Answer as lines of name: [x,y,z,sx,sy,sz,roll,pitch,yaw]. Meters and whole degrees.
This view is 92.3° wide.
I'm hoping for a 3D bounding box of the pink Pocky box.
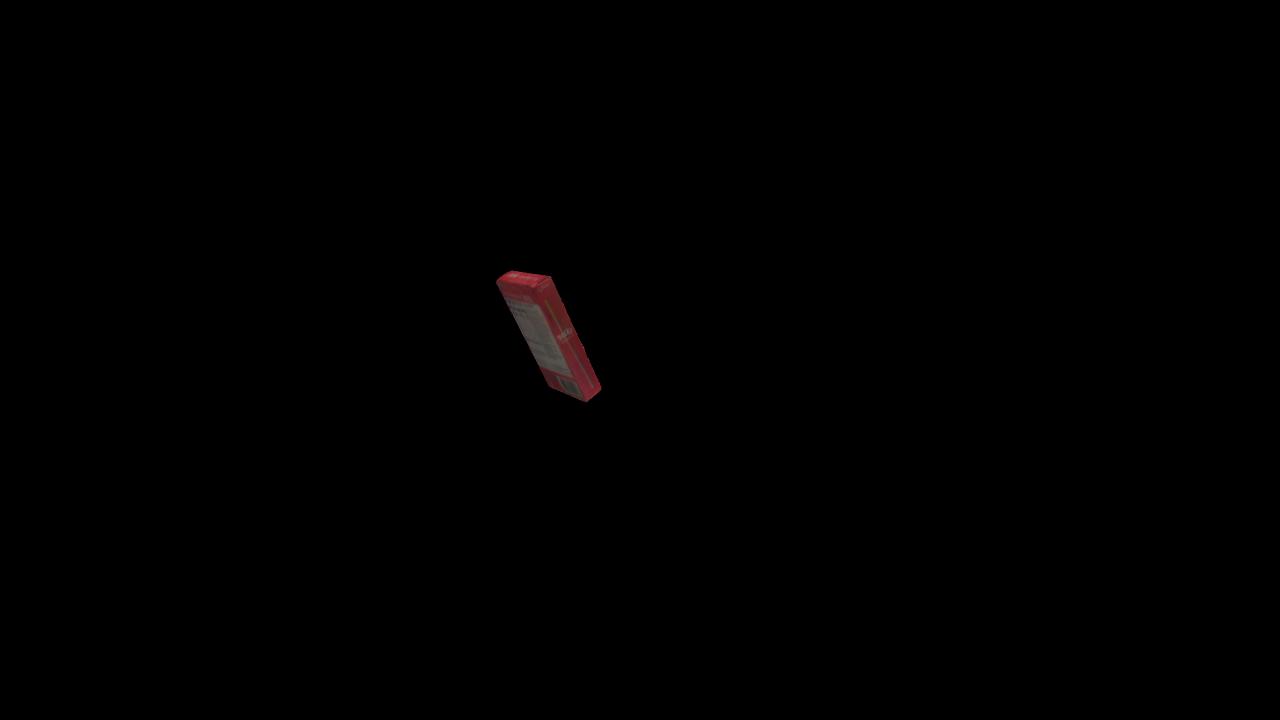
pink Pocky box: [-0.103,-0.028,0.703,0.029,0.155,0.084,-39,32,-27]
